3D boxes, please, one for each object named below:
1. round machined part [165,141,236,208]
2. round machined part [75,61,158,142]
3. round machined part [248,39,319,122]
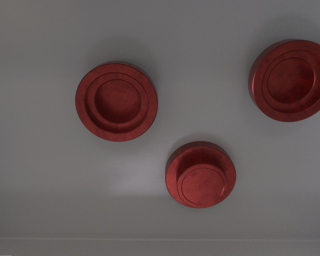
[{"bbox_3d":[0.057,0.071,0.429,0.099,0.042,0.097,0,110,0],"label":"round machined part"},{"bbox_3d":[-0.052,-0.035,0.389,0.099,0.042,0.097,0,110,0],"label":"round machined part"},{"bbox_3d":[0.157,-0.060,0.381,0.099,0.042,0.097,0,110,0],"label":"round machined part"}]
